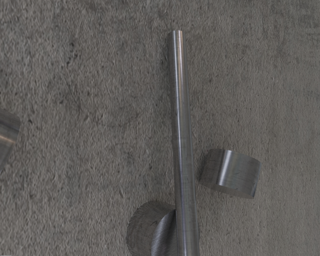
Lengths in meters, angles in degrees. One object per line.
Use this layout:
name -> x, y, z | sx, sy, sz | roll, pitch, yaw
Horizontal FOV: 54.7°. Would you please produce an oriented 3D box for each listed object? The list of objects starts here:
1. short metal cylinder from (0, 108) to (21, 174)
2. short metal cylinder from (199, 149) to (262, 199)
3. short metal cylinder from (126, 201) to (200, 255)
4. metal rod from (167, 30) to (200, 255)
short metal cylinder -> -0.154, 0.014, 0.240 | 0.050, 0.080, 0.080 | 33, 70, -35
short metal cylinder -> 0.104, 0.068, 0.456 | 0.080, 0.080, 0.050 | 29, 72, -36
short metal cylinder -> 0.005, 0.137, 0.393 | 0.081, 0.050, 0.080 | 0, 90, -40
metal rod -> 0.028, 0.017, 0.386 | 0.025, 0.025, 0.299 | 11, 71, -40
